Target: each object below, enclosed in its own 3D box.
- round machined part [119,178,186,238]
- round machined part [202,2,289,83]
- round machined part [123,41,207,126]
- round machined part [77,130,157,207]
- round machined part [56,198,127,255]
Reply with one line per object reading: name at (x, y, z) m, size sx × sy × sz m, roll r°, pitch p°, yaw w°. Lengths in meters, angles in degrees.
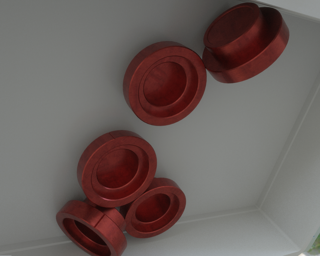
round machined part at (-0.014, 0.113, 0.462) m, size 0.099 × 0.042 × 0.097 m, roll -14°, pitch 125°, yaw -21°
round machined part at (0.089, -0.101, 0.350) m, size 0.098 × 0.098 × 0.042 m, roll -46°, pitch 124°, yaw 3°
round machined part at (0.002, -0.055, 0.367) m, size 0.099 × 0.042 × 0.097 m, roll -14°, pitch 125°, yaw -21°
round machined part at (-0.057, 0.047, 0.392) m, size 0.099 × 0.042 × 0.097 m, roll -14°, pitch 118°, yaw -27°
round machined part at (-0.084, 0.128, 0.409) m, size 0.042 × 0.098 × 0.097 m, roll -51°, pitch 141°, yaw -41°
